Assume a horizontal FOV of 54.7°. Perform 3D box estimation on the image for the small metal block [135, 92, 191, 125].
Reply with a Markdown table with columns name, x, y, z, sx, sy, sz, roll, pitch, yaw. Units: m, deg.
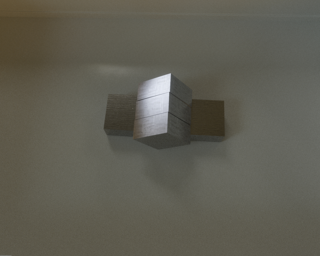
| name | x | y | z | sx | sy | sz | roll | pitch | yaw |
| --- | --- | --- | --- | --- | --- | --- | --- | --- | --- |
| small metal block | 0.005 | -0.018 | 0.391 | 0.050 | 0.050 | 0.025 | -12 | 65 | 34 |

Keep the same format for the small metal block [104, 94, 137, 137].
| name | x | y | z | sx | sy | sz | roll | pitch | yaw |
| --- | --- | --- | --- | --- | --- | --- | --- | --- | --- |
| small metal block | -0.045 | -0.016 | 0.413 | 0.050 | 0.025 | 0.050 | 4 | 70 | 1 |

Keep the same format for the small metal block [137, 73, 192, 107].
| name | x | y | z | sx | sy | sz | roll | pitch | yaw |
| --- | --- | --- | --- | --- | --- | --- | --- | --- | --- |
| small metal block | 0.007 | -0.042 | 0.399 | 0.050 | 0.050 | 0.025 | -11 | 65 | 35 |

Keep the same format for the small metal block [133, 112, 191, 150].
| name | x | y | z | sx | sy | sz | roll | pitch | yaw |
| --- | --- | --- | --- | --- | --- | --- | --- | --- | --- |
| small metal block | 0.003 | 0.005 | 0.382 | 0.050 | 0.050 | 0.025 | -12 | 65 | 34 |

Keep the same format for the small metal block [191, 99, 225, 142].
| name | x | y | z | sx | sy | sz | roll | pitch | yaw |
| --- | --- | --- | --- | --- | --- | --- | --- | --- | --- |
| small metal block | 0.058 | -0.010 | 0.413 | 0.050 | 0.025 | 0.050 | 3 | 70 | 0 |
